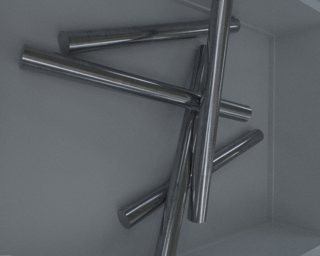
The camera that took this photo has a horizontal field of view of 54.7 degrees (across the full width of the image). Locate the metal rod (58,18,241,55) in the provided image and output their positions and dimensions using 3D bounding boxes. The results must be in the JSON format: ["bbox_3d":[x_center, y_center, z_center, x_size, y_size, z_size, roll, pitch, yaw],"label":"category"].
[{"bbox_3d":[0.011,-0.129,0.417,0.302,0.025,0.025,-20,103,-38],"label":"metal rod"}]

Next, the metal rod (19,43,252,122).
[{"bbox_3d":[-0.005,-0.045,0.373,0.302,0.025,0.025,11,83,-30],"label":"metal rod"}]

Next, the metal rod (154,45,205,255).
[{"bbox_3d":[0.037,0.019,0.417,0.025,0.025,0.299,29,65,-37],"label":"metal rod"}]

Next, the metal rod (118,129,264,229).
[{"bbox_3d":[0.066,0.062,0.464,0.302,0.025,0.025,-24,106,-38],"label":"metal rod"}]

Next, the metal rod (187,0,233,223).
[{"bbox_3d":[0.062,-0.028,0.384,0.025,0.025,0.298,-2,101,-40],"label":"metal rod"}]
